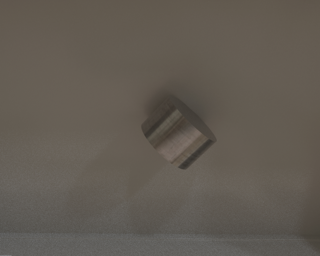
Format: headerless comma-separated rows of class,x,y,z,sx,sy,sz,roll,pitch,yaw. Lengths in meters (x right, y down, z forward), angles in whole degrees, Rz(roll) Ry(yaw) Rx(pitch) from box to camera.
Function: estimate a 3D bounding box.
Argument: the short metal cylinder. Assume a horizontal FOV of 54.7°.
short metal cylinder,0.024,0.005,0.384,0.080,0.080,0.050,41,105,-14
